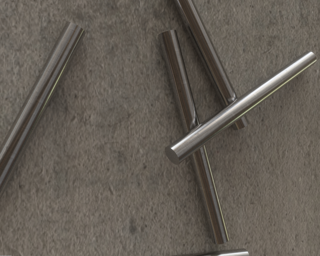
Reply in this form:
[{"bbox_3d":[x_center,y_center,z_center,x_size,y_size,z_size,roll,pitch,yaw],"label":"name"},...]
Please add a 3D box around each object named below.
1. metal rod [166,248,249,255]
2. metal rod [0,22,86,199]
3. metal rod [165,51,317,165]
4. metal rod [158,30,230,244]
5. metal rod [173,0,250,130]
[{"bbox_3d":[-0.016,0.183,0.404,0.303,0.025,0.025,3,89,-21],"label":"metal rod"},{"bbox_3d":[-0.161,0.015,0.349,0.025,0.025,0.299,27,81,-19],"label":"metal rod"},{"bbox_3d":[0.127,-0.040,0.432,0.302,0.025,0.025,-33,101,-27],"label":"metal rod"},{"bbox_3d":[0.048,0.016,0.428,0.025,0.025,0.298,-17,96,-20],"label":"metal rod"},{"bbox_3d":[0.052,-0.134,0.429,0.025,0.025,0.299,-30,100,-18],"label":"metal rod"}]
